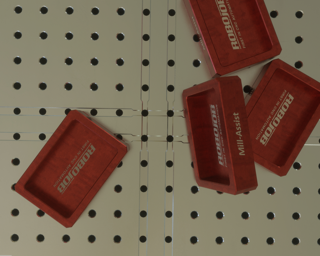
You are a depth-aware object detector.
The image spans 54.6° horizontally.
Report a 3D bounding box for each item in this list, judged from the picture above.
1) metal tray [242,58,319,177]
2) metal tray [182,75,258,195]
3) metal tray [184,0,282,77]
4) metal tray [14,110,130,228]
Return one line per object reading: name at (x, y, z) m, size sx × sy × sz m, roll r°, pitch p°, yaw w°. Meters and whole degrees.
metal tray at (0.153, -0.013, 0.411) m, size 0.090 × 0.030 × 0.130 m, roll 31°, pitch 90°, yaw 0°
metal tray at (0.069, 0.009, 0.379) m, size 0.030 × 0.090 × 0.129 m, roll -9°, pitch 90°, yaw -22°
metal tray at (0.093, -0.141, 0.411) m, size 0.090 × 0.030 × 0.129 m, roll -20°, pitch 90°, yaw 0°
metal tray at (-0.114, 0.052, 0.410) m, size 0.090 × 0.030 × 0.130 m, roll 36°, pitch 90°, yaw 0°
